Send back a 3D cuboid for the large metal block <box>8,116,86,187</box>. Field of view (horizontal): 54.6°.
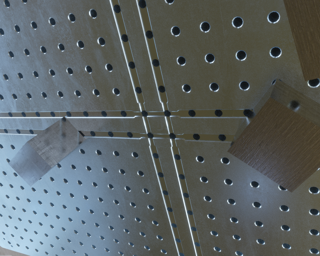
[{"bbox_3d":[-0.179,0.037,0.494,0.050,0.080,0.080,49,129,-6],"label":"large metal block"}]

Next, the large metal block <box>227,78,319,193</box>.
[{"bbox_3d":[0.133,0.008,0.330,0.080,0.050,0.080,33,129,6],"label":"large metal block"}]

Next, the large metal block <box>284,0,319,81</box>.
[{"bbox_3d":[0.154,-0.094,0.256,0.080,0.050,0.080,-12,113,33],"label":"large metal block"}]
